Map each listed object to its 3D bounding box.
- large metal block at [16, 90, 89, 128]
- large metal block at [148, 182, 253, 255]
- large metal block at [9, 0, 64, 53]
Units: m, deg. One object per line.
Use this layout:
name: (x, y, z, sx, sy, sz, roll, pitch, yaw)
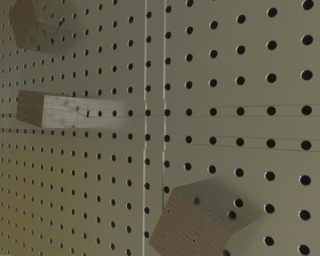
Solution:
large metal block: (-0.180, -0.032, 0.519, 0.080, 0.081, 0.050, 13, 99, 39)
large metal block: (0.044, 0.121, 0.355, 0.080, 0.050, 0.079, 35, 111, 34)
large metal block: (-0.235, -0.202, 0.583, 0.080, 0.050, 0.080, -32, 70, 35)
